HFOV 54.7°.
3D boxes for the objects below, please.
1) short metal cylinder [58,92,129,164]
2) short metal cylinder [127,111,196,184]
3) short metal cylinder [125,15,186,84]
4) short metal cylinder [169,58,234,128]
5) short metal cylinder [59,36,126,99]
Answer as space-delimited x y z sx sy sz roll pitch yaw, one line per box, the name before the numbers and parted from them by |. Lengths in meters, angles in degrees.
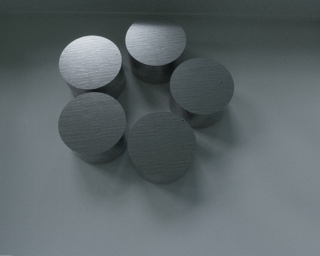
short metal cylinder | -0.081 0.001 0.393 0.081 0.050 0.080 0 70 0
short metal cylinder | 0.002 0.026 0.385 0.081 0.050 0.080 0 70 0
short metal cylinder | -0.005 -0.109 0.434 0.081 0.050 0.080 0 70 0
short metal cylinder | 0.053 -0.045 0.411 0.081 0.050 0.080 0 70 0
short metal cylinder | -0.089 -0.077 0.422 0.081 0.050 0.080 0 70 0
